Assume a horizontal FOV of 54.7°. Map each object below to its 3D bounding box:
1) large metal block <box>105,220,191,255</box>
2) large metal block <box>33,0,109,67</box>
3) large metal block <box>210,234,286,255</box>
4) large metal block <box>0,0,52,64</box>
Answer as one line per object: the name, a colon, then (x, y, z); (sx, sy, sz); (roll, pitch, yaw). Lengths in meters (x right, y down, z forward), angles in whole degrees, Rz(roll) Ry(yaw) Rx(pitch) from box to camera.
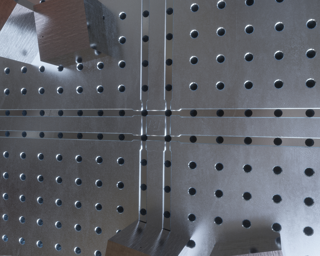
large metal block: (-0.015, 0.163, 0.388); (0.080, 0.080, 0.050); (13, 94, 19)
large metal block: (-0.126, -0.138, 0.442); (0.080, 0.050, 0.080); (-9, 87, 19)
large metal block: (0.110, 0.177, 0.360); (0.080, 0.050, 0.080); (-15, 85, 19)
large metal block: (-0.216, -0.149, 0.457); (0.050, 0.080, 0.080); (42, 103, 15)
